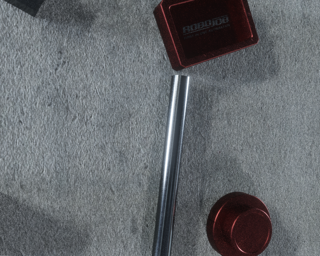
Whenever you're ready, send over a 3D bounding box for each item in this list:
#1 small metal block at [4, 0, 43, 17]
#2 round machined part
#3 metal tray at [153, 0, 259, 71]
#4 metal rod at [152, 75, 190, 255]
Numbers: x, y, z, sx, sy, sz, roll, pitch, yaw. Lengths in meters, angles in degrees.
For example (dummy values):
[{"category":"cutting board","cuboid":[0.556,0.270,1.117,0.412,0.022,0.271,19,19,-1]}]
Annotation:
[{"category":"small metal block","cuboid":[-0.156,-0.164,0.351,0.050,0.025,0.050,27,81,-18]},{"category":"round machined part","cuboid":[0.120,0.144,0.445,0.099,0.042,0.097,0,90,-20]},{"category":"metal tray","cuboid":[0.066,-0.141,0.430,0.131,0.030,0.090,-22,98,-19]},{"category":"metal rod","cuboid":[0.012,0.079,0.413,0.025,0.025,0.298,7,88,-20]}]
